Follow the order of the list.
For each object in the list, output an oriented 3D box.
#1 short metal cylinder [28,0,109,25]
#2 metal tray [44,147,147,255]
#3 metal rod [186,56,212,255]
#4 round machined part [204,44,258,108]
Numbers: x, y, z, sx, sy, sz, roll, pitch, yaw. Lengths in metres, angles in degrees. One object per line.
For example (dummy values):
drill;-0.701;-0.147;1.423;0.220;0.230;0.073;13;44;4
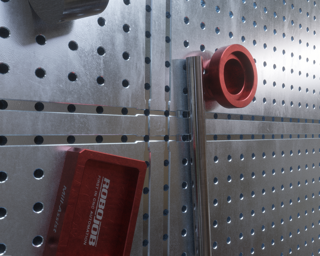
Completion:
short metal cylinder;-0.092;-0.145;0.296;0.050;0.080;0.080;-30;109;-36
metal tray;-0.069;0.093;0.347;0.091;0.030;0.129;18;79;-39
metal rod;0.057;0.046;0.456;0.025;0.025;0.298;-5;93;-40
round machined part;0.108;-0.079;0.488;0.099;0.042;0.097;0;90;-40
